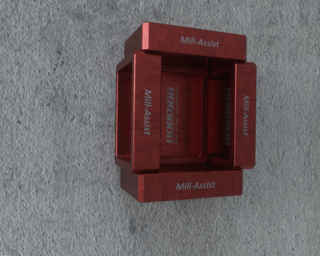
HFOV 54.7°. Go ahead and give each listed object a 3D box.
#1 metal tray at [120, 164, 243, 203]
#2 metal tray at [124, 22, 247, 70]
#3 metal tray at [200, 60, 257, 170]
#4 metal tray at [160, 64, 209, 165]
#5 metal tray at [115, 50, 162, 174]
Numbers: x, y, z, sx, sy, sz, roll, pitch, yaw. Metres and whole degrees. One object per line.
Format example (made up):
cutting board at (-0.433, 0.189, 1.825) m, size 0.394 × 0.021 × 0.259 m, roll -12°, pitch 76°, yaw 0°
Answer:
metal tray at (0.024, 0.064, 0.385) m, size 0.131 × 0.090 × 0.030 m, roll 1°, pitch 90°, yaw -20°
metal tray at (0.029, -0.096, 0.387) m, size 0.131 × 0.090 × 0.030 m, roll 1°, pitch 90°, yaw -20°
metal tray at (0.086, -0.015, 0.408) m, size 0.030 × 0.090 × 0.129 m, roll 1°, pitch 90°, yaw -20°
metal tray at (0.018, -0.017, 0.415) m, size 0.091 × 0.030 × 0.129 m, roll 1°, pitch 90°, yaw -21°
metal tray at (-0.028, -0.017, 0.365) m, size 0.030 × 0.090 × 0.129 m, roll 1°, pitch 90°, yaw -20°
